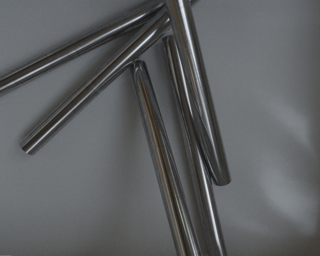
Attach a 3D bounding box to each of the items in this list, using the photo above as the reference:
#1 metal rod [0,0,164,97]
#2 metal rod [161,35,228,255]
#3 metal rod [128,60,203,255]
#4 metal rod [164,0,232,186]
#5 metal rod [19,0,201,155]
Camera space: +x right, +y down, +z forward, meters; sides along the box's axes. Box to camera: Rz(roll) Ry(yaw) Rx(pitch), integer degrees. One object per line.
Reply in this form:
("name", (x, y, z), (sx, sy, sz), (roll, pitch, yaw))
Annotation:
("metal rod", (-0.117, -0.103, 0.409), (0.301, 0.025, 0.025), (-27, 90, -1))
("metal rod", (0.046, 0.026, 0.412), (0.025, 0.025, 0.298), (-12, 90, 0))
("metal rod", (0.007, 0.049, 0.353), (0.025, 0.025, 0.299), (-16, 66, 0))
("metal rod", (0.041, -0.059, 0.352), (0.025, 0.025, 0.298), (-18, 115, 0))
("metal rod", (-0.064, -0.073, 0.396), (0.300, 0.025, 0.025), (-42, 91, 5))
